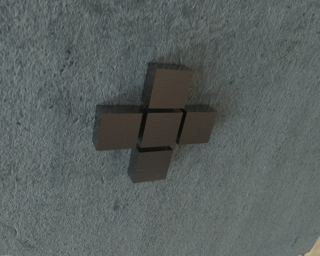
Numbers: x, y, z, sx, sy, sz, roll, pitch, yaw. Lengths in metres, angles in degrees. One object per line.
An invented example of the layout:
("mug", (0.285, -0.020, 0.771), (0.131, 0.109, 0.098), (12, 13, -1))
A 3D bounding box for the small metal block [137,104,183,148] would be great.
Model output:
("small metal block", (-0.003, -0.003, 0.407), (0.050, 0.025, 0.050), (-2, 119, -28))

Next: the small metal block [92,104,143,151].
("small metal block", (-0.053, -0.001, 0.380), (0.050, 0.025, 0.050), (-2, 119, -28))

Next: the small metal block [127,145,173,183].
("small metal block", (-0.014, 0.047, 0.431), (0.050, 0.025, 0.050), (-2, 120, -28))

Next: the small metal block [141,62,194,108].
("small metal block", (0.008, -0.052, 0.382), (0.050, 0.025, 0.050), (-2, 119, -28))

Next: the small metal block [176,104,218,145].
("small metal block", (0.047, -0.005, 0.433), (0.050, 0.025, 0.050), (-2, 119, -28))
